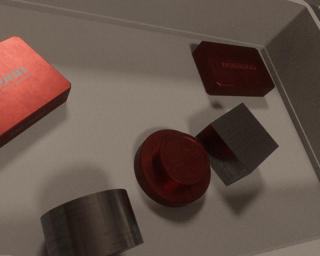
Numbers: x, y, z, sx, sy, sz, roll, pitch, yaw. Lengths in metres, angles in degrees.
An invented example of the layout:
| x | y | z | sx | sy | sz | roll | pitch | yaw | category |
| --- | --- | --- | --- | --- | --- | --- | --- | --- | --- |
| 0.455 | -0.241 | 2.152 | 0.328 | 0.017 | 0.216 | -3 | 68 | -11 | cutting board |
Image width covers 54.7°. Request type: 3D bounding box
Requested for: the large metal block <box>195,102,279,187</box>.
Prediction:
| x | y | z | sx | sy | sz | roll | pitch | yaw | category |
| --- | --- | --- | --- | --- | --- | --- | --- | --- | --- |
| 0.105 | 0.022 | 0.435 | 0.081 | 0.050 | 0.080 | -30 | 79 | -38 | large metal block |

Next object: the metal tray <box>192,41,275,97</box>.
| x | y | z | sx | sy | sz | roll | pitch | yaw | category |
| --- | --- | --- | --- | --- | --- | --- | --- | --- | --- |
| 0.128 | -0.100 | 0.535 | 0.131 | 0.030 | 0.090 | -2 | 63 | -29 | metal tray |

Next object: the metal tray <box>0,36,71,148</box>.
| x | y | z | sx | sy | sz | roll | pitch | yaw | category |
| --- | --- | --- | --- | --- | --- | --- | --- | --- | --- |
| -0.174 | -0.036 | 0.331 | 0.090 | 0.030 | 0.131 | 42 | 51 | 0 | metal tray |

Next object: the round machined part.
| x | y | z | sx | sy | sz | roll | pitch | yaw | category |
| --- | --- | --- | --- | --- | --- | --- | --- | --- | --- |
| 0.021 | 0.044 | 0.381 | 0.099 | 0.042 | 0.098 | 14 | 56 | -21 | round machined part |

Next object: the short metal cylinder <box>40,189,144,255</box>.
| x | y | z | sx | sy | sz | roll | pitch | yaw | category |
| --- | --- | --- | --- | --- | --- | --- | --- | --- | --- |
| -0.061 | 0.094 | 0.281 | 0.081 | 0.080 | 0.050 | -9 | 66 | -32 | short metal cylinder |
